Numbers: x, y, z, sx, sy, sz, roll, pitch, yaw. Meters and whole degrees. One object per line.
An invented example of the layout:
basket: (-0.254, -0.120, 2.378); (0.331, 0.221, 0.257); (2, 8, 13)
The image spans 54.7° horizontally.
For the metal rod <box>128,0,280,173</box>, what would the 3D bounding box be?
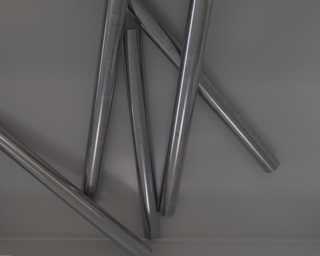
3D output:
metal rod: (0.057, -0.052, 0.392); (0.025, 0.025, 0.300); (-40, 106, 13)

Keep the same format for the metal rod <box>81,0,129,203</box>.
metal rod: (-0.074, -0.019, 0.389); (0.025, 0.025, 0.298); (11, 115, -4)

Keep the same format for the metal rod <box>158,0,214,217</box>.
metal rod: (0.027, -0.009, 0.388); (0.025, 0.025, 0.298); (6, 117, -3)

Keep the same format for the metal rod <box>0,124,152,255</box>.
metal rod: (-0.132, 0.080, 0.416); (0.300, 0.025, 0.025); (41, 105, -5)

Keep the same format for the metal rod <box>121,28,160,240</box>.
metal rod: (-0.024, 0.022, 0.418); (0.025, 0.025, 0.298); (-4, 110, 1)
